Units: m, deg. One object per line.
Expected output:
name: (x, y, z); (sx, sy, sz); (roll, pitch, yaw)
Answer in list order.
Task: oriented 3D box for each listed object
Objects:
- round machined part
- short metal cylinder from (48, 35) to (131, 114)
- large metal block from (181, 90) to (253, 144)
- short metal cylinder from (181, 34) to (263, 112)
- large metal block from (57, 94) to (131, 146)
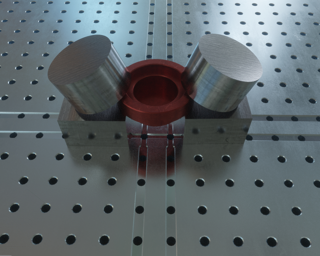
round machined part: (-0.005, -0.041, 0.392); (0.099, 0.042, 0.098); (0, 50, 0)
short metal cylinder: (-0.081, -0.063, 0.362); (0.080, 0.050, 0.080); (-13, 49, 16)
large metal block: (0.070, -0.026, 0.413); (0.081, 0.050, 0.080); (-1, 50, -1)
short metal cylinder: (0.071, -0.065, 0.365); (0.081, 0.050, 0.080); (13, 48, -15)
large metal block: (-0.080, -0.023, 0.410); (0.080, 0.050, 0.080); (1, 50, 0)
